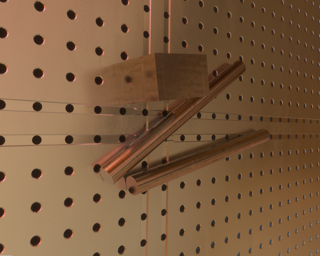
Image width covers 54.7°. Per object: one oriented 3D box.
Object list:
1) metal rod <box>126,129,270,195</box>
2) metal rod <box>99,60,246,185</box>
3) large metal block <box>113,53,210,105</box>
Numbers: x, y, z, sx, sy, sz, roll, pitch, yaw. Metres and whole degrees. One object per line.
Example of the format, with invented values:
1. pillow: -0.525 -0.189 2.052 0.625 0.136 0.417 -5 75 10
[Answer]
1. metal rod: 0.079 0.042 0.477 0.302 0.025 0.025 -14 99 -39
2. metal rod: 0.036 -0.023 0.441 0.302 0.025 0.025 -39 114 -33
3. large metal block: 0.001 -0.058 0.376 0.081 0.080 0.050 -10 97 -40
